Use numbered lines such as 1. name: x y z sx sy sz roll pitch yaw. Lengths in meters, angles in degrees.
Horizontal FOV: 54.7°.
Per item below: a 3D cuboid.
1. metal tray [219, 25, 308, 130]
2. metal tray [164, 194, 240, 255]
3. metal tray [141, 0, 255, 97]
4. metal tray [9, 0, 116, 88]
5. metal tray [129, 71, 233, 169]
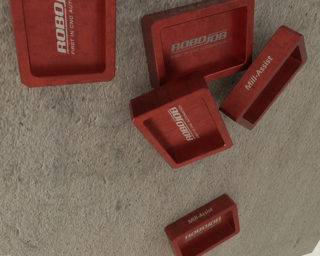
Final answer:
1. metal tray: 0.143 -0.062 0.421 0.130 0.030 0.090 -54 152 10
2. metal tray: 0.080 0.185 0.561 0.131 0.030 0.090 -26 128 -13
3. metal tray: 0.049 -0.099 0.368 0.131 0.030 0.089 -20 126 -17
4. metal tray: -0.089 -0.106 0.288 0.091 0.030 0.129 -9 122 -24
5. metal tray: 0.031 -0.003 0.385 0.090 0.030 0.130 -23 141 11
